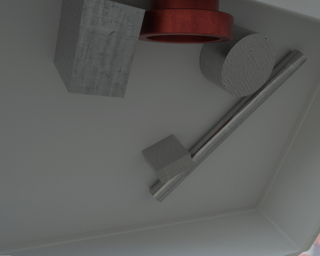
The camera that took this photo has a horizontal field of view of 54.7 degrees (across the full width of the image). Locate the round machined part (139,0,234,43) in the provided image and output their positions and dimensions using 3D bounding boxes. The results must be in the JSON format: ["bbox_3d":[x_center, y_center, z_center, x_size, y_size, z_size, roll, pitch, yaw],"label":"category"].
[{"bbox_3d":[0.024,-0.111,0.311,0.099,0.098,0.042,-4,101,-27],"label":"round machined part"}]

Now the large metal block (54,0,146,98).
[{"bbox_3d":[-0.061,-0.083,0.289,0.050,0.080,0.079,3,117,-30],"label":"large metal block"}]

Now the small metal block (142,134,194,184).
[{"bbox_3d":[0.010,0.041,0.425,0.050,0.050,0.025,-29,129,-10],"label":"small metal block"}]

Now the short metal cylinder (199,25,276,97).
[{"bbox_3d":[0.098,-0.086,0.395,0.081,0.050,0.079,-14,124,-21],"label":"short metal cylinder"}]

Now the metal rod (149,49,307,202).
[{"bbox_3d":[0.100,-0.002,0.464,0.300,0.025,0.025,-45,130,2],"label":"metal rod"}]
